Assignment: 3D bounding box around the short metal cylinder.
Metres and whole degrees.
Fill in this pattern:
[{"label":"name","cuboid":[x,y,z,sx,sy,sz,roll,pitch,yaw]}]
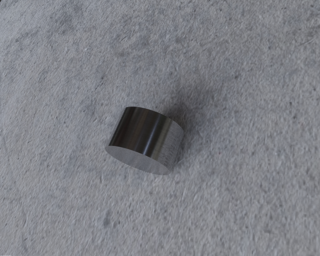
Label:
[{"label":"short metal cylinder","cuboid":[-0.018,0.017,0.366,0.080,0.080,0.050,8,66,31]}]
